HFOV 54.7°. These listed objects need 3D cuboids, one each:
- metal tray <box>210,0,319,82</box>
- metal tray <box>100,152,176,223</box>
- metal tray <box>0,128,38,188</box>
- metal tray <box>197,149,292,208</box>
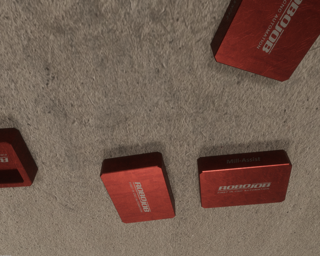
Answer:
[{"bbox_3d":[0.118,-0.116,0.307,0.091,0.030,0.129,14,129,-12],"label":"metal tray"},{"bbox_3d":[-0.030,0.098,0.487,0.090,0.030,0.129,-9,130,7],"label":"metal tray"},{"bbox_3d":[-0.255,0.046,0.439,0.131,0.030,0.089,-4,130,2],"label":"metal tray"},{"bbox_3d":[0.126,0.080,0.474,0.131,0.030,0.089,-6,130,4],"label":"metal tray"}]
